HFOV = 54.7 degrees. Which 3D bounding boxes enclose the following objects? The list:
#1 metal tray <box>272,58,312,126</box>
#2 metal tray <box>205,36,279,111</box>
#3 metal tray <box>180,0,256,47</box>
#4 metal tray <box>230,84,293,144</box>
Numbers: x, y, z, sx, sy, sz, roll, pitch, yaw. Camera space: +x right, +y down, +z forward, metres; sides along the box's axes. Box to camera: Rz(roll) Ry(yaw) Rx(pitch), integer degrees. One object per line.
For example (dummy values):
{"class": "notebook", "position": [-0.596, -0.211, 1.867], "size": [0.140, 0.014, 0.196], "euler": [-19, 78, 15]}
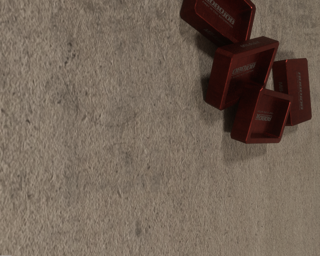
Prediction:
{"class": "metal tray", "position": [0.271, -0.075, 0.633], "size": [0.091, 0.030, 0.129], "euler": [-13, 99, -39]}
{"class": "metal tray", "position": [0.131, -0.088, 0.487], "size": [0.131, 0.030, 0.089], "euler": [-24, 134, -38]}
{"class": "metal tray", "position": [0.095, -0.182, 0.483], "size": [0.131, 0.030, 0.090], "euler": [23, 75, -38]}
{"class": "metal tray", "position": [0.177, -0.021, 0.529], "size": [0.131, 0.030, 0.089], "euler": [2, 105, -46]}
